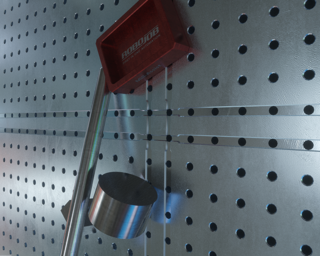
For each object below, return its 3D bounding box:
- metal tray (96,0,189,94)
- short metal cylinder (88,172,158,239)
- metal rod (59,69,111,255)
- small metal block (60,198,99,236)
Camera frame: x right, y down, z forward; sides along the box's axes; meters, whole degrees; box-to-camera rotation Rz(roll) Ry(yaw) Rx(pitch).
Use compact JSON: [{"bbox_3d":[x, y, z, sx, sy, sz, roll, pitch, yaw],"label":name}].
[{"bbox_3d":[-0.030,-0.115,0.430,0.130,0.030,0.090,-28,73,36],"label":"metal tray"},{"bbox_3d":[-0.049,0.101,0.414,0.080,0.081,0.050,32,110,35],"label":"short metal cylinder"},{"bbox_3d":[-0.108,0.058,0.457,0.025,0.025,0.299,4,80,40],"label":"metal rod"},{"bbox_3d":[-0.120,0.140,0.490,0.025,0.050,0.050,-49,61,16],"label":"small metal block"}]
